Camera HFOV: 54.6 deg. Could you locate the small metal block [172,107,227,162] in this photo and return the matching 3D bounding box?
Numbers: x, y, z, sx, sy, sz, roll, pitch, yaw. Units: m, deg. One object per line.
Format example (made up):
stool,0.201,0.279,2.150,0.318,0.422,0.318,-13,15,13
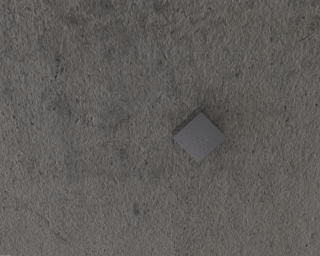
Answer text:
small metal block,0.052,0.009,0.413,0.050,0.025,0.050,-42,105,14
